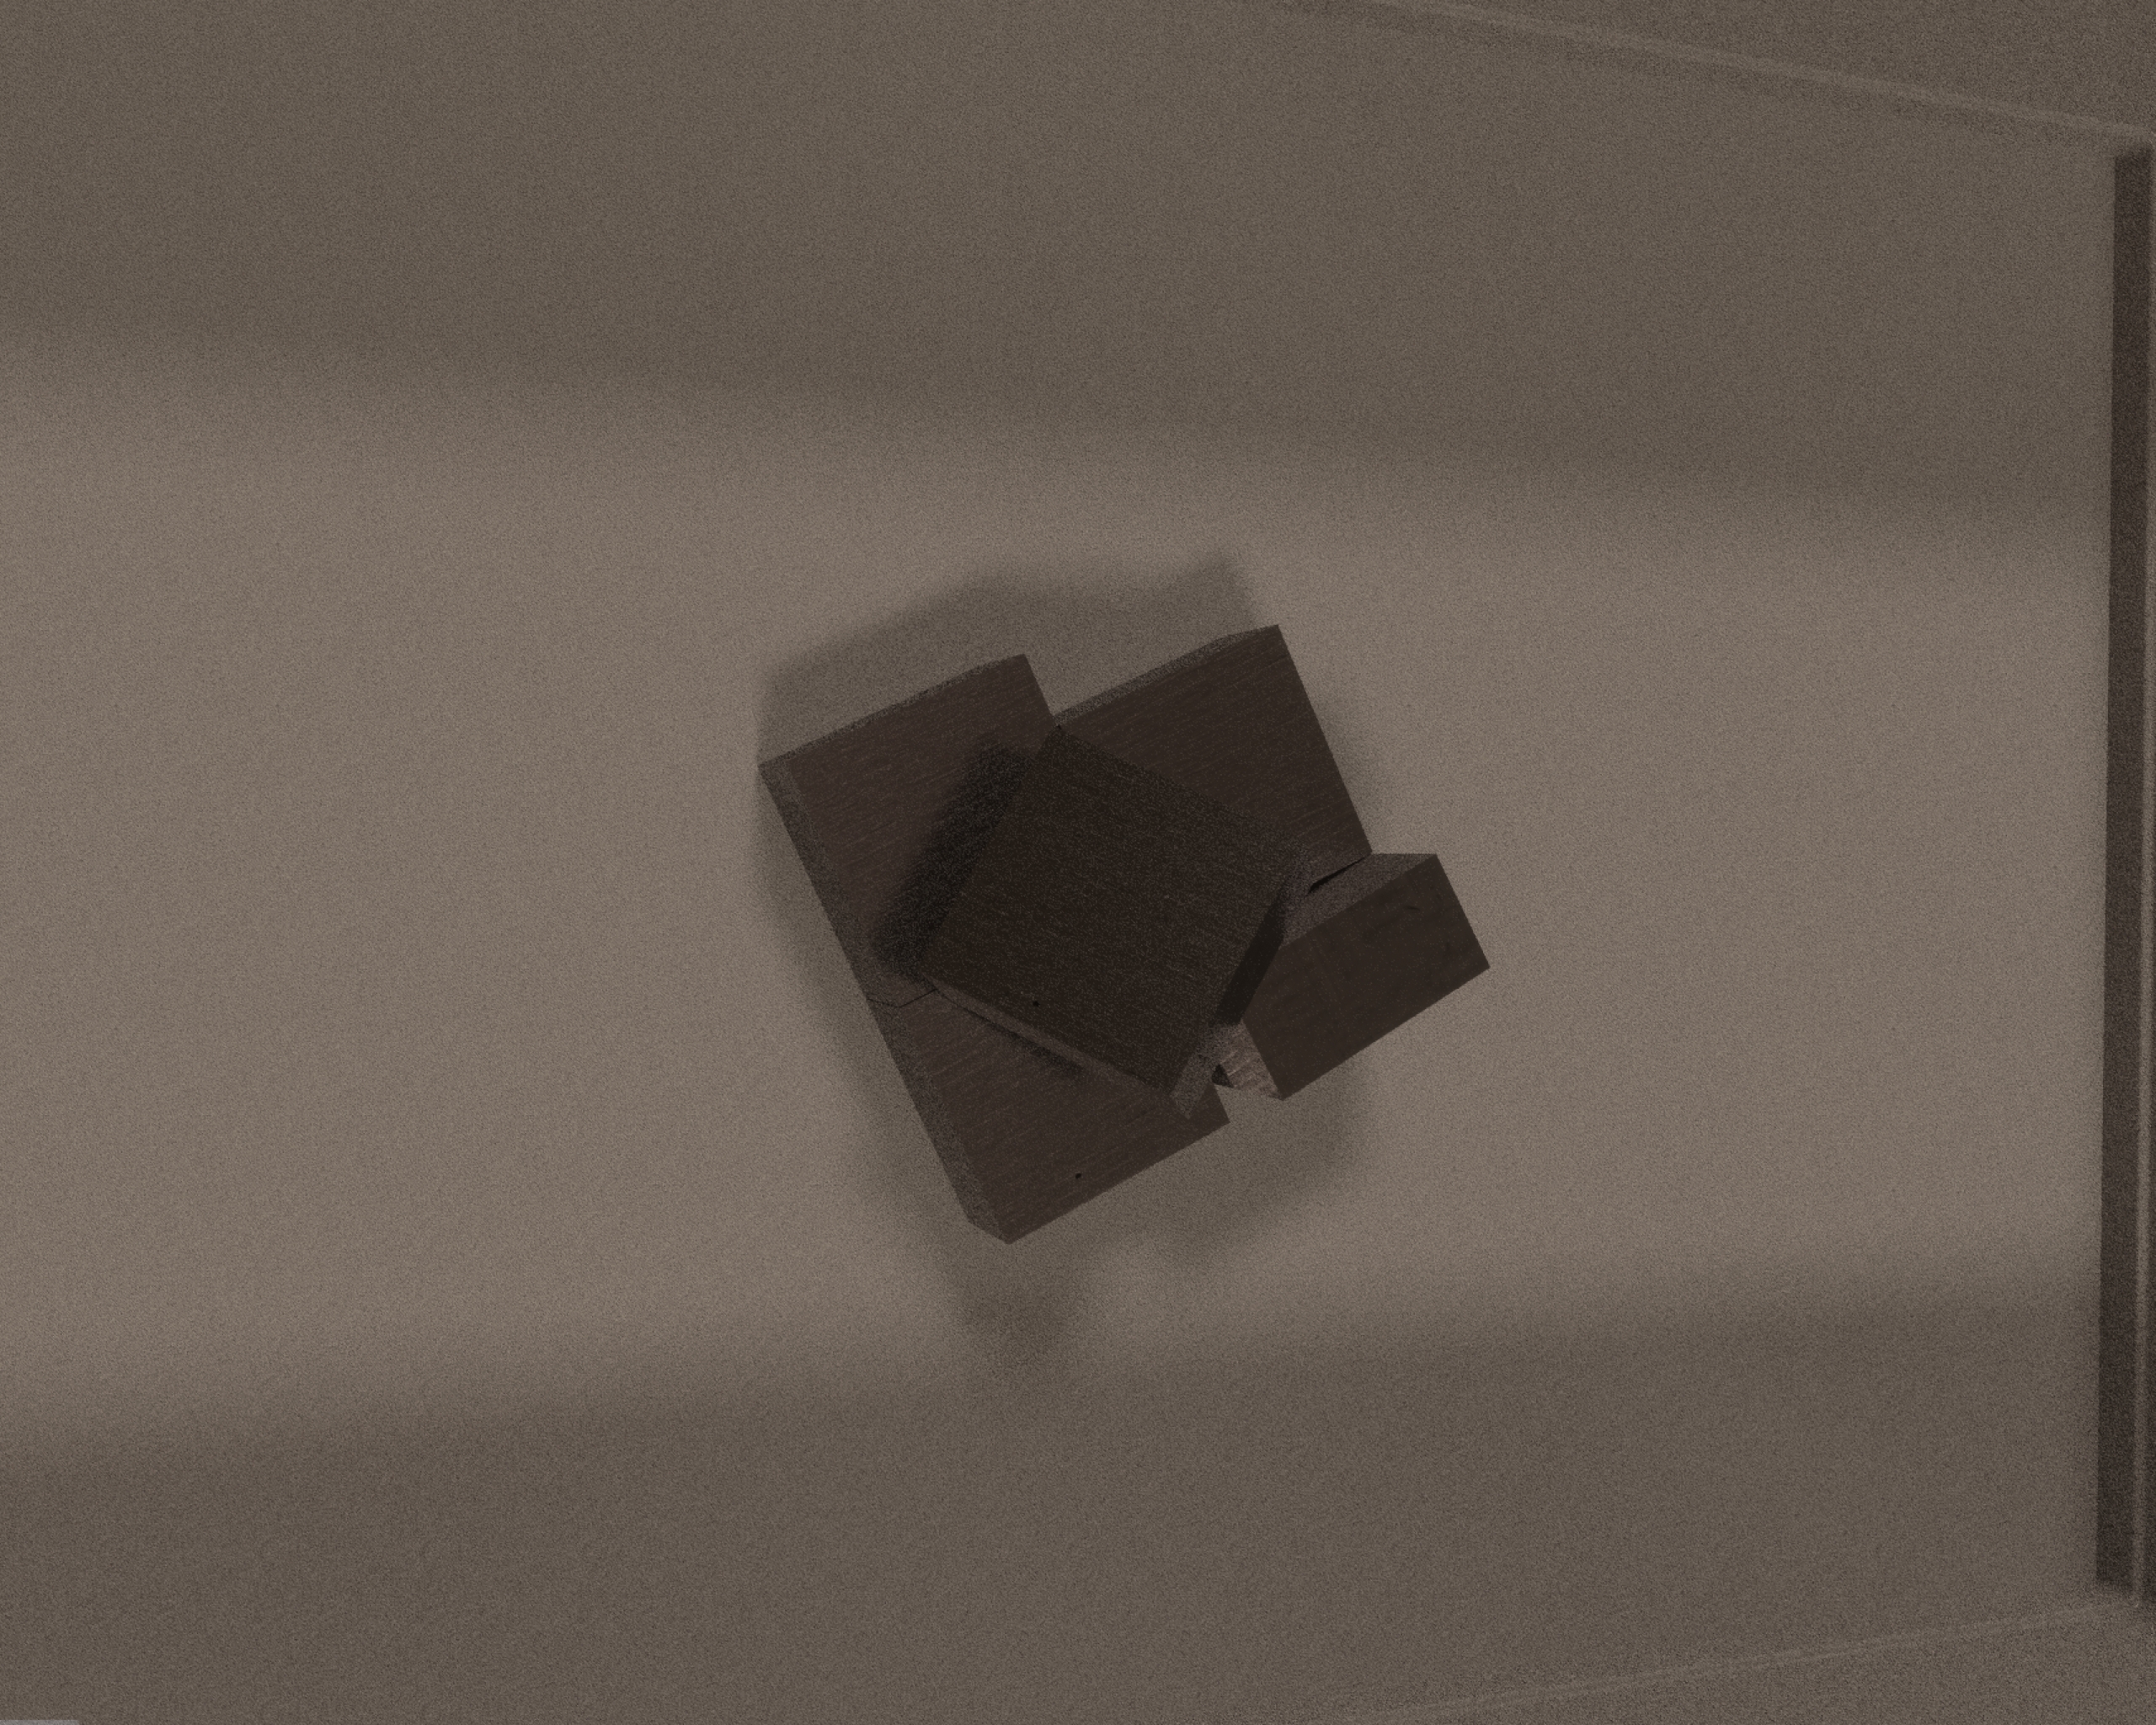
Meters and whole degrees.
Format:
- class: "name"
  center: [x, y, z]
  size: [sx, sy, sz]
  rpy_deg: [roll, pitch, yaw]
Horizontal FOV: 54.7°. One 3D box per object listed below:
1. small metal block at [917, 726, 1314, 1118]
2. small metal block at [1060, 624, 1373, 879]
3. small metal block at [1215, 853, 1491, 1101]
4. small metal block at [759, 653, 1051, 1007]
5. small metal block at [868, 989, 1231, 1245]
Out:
- class: "small metal block"
  center: [0.008, 0.011, 0.373]
  size: [0.050, 0.025, 0.050]
  rpy_deg: [25, 79, 16]
- class: "small metal block"
  center: [0.024, -0.014, 0.419]
  size: [0.050, 0.025, 0.050]
  rpy_deg: [-26, 99, -18]
- class: "small metal block"
  center: [0.044, 0.021, 0.413]
  size: [0.050, 0.050, 0.025]
  rpy_deg: [-30, 100, -19]
- class: "small metal block"
  center: [-0.026, -0.006, 0.400]
  size: [0.050, 0.025, 0.050]
  rpy_deg: [-26, 99, -18]
- class: "small metal block"
  center: [-0.006, 0.039, 0.408]
  size: [0.050, 0.025, 0.050]
  rpy_deg: [-26, 99, -18]
